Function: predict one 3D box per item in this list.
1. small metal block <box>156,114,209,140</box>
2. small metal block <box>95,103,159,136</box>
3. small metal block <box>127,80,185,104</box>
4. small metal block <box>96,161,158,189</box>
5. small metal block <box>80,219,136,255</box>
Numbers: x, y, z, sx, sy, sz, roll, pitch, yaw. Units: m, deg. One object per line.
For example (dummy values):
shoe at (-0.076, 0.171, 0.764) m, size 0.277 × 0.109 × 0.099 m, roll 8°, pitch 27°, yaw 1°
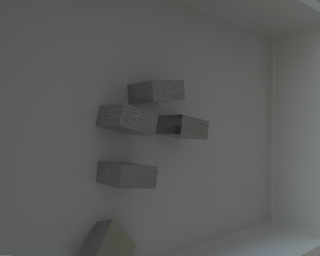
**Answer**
small metal block at (0.029, -0.001, 0.417) m, size 0.050 × 0.050 × 0.025 m, roll 12°, pitch 83°, yaw -40°
small metal block at (-0.038, -0.009, 0.360) m, size 0.050 × 0.050 × 0.025 m, roll 17°, pitch 80°, yaw -39°
small metal block at (-0.005, -0.045, 0.388) m, size 0.050 × 0.050 × 0.025 m, roll -8°, pitch 95°, yaw -40°
small metal block at (-0.039, 0.054, 0.360) m, size 0.050 × 0.050 × 0.025 m, roll 9°, pitch 84°, yaw -40°
small metal block at (-0.058, 0.140, 0.348) m, size 0.050 × 0.025 × 0.050 m, roll 56°, pitch 33°, yaw -25°
